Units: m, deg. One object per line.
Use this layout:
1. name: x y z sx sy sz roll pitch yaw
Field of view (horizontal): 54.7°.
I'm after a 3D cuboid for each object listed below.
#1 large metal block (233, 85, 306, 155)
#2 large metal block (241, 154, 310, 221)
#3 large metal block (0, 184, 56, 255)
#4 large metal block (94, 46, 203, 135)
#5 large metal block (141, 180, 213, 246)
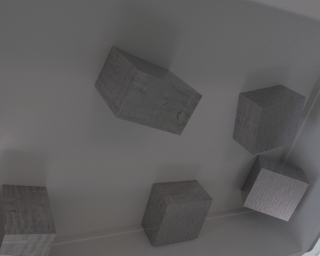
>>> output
1. large metal block: 0.164 -0.014 0.473 0.081 0.050 0.079 -13 124 -21
2. large metal block: 0.196 0.103 0.539 0.080 0.050 0.079 19 113 2
3. large metal block: -0.164 0.124 0.360 0.050 0.080 0.079 12 112 -33
4. large metal block: -0.015 -0.041 0.339 0.081 0.080 0.050 16 110 -35
5. large metal block: 0.025 0.132 0.488 0.081 0.050 0.079 1 118 -29
